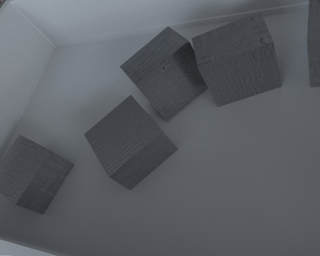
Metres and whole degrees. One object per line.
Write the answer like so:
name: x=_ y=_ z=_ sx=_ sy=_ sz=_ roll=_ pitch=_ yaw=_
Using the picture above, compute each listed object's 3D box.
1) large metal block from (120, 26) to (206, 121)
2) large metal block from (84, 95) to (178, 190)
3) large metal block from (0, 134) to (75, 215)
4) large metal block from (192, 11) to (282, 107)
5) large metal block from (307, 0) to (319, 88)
large metal block: x=0.009 y=-0.069 z=0.404 sx=0.080 sy=0.080 sz=0.050 roll=-40 pitch=47 yaw=1
large metal block: x=-0.038 y=0.018 z=0.397 sx=0.080 sy=0.050 sz=0.080 roll=-40 pitch=51 yaw=0
large metal block: x=-0.185 y=0.065 z=0.445 sx=0.080 sy=0.050 sz=0.080 roll=18 pitch=71 yaw=34
large metal block: x=0.092 y=-0.078 z=0.369 sx=0.080 sy=0.080 sz=0.050 roll=-18 pitch=55 yaw=17
large metal block: x=0.189 y=-0.100 z=0.333 sx=0.050 sy=0.080 sz=0.080 roll=1 pitch=62 yaw=28
